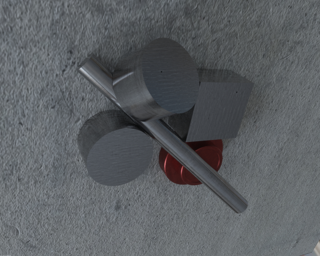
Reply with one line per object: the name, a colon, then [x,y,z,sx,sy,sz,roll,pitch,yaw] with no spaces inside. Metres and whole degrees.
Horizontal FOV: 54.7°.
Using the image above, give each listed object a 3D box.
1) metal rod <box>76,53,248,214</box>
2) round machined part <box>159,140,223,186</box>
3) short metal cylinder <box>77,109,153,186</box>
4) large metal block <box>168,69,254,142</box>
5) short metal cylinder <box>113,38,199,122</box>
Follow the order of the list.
metal rod: [0.020,0.023,0.389,0.025,0.025,0.300,-45,116,3]
round machined part: [0.051,0.045,0.452,0.099,0.042,0.097,-14,124,-21]
short metal cylinder: [-0.055,0.023,0.378,0.081,0.050,0.079,-14,124,-21]
large metal block: [0.064,-0.031,0.406,0.081,0.050,0.079,-3,120,-27]
short metal cylinder: [-0.003,-0.050,0.335,0.081,0.050,0.080,11,74,-40]
